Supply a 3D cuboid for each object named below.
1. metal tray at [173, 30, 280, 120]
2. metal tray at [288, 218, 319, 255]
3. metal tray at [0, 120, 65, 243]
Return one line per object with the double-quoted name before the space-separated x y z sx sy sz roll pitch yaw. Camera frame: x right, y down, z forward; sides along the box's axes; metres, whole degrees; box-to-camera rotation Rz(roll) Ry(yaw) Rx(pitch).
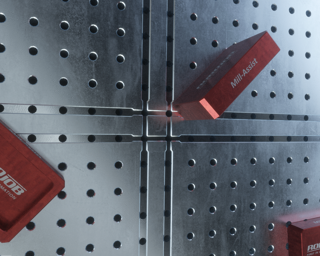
"metal tray" 0.084 -0.066 0.408 0.130 0.090 0.030 -46 104 -14
"metal tray" 0.274 0.196 0.510 0.131 0.030 0.090 -4 91 -20
"metal tray" -0.184 0.049 0.342 0.090 0.030 0.130 -46 105 -14
